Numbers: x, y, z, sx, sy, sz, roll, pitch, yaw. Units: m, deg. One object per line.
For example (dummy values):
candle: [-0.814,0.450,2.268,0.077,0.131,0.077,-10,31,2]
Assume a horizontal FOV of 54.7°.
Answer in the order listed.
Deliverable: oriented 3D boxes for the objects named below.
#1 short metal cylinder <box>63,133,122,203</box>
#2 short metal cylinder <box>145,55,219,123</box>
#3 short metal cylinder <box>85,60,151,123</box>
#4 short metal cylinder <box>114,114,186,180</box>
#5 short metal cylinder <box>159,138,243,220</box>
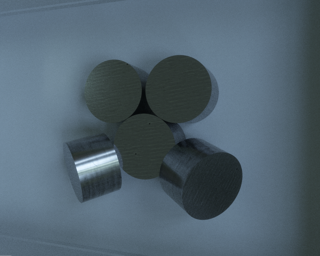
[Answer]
short metal cylinder: [-0.089,0.051,0.404,0.050,0.080,0.080,-16,83,-26]
short metal cylinder: [0.029,-0.046,0.385,0.080,0.050,0.079,0,90,19]
short metal cylinder: [-0.051,-0.046,0.412,0.080,0.050,0.079,0,90,19]
short metal cylinder: [-0.011,0.022,0.397,0.080,0.050,0.079,0,90,19]
short metal cylinder: [0.047,0.057,0.356,0.050,0.081,0.080,30,103,57]
